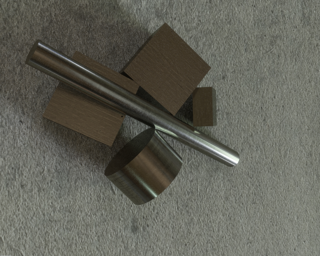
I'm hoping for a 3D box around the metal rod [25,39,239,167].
[{"bbox_3d":[-0.005,-0.012,0.365,0.301,0.025,0.025,27,81,-35],"label":"metal rod"}]

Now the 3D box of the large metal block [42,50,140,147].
[{"bbox_3d":[-0.082,-0.032,0.367,0.080,0.050,0.080,26,81,-18],"label":"large metal block"}]

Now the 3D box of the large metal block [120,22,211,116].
[{"bbox_3d":[0.003,-0.071,0.396,0.080,0.050,0.080,41,77,-16],"label":"large metal block"}]

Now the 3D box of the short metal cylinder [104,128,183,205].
[{"bbox_3d":[-0.020,0.045,0.373,0.080,0.080,0.050,-46,105,-14],"label":"short metal cylinder"}]

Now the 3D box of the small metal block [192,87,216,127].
[{"bbox_3d":[0.061,-0.028,0.417,0.025,0.050,0.050,-1,91,16],"label":"small metal block"}]
